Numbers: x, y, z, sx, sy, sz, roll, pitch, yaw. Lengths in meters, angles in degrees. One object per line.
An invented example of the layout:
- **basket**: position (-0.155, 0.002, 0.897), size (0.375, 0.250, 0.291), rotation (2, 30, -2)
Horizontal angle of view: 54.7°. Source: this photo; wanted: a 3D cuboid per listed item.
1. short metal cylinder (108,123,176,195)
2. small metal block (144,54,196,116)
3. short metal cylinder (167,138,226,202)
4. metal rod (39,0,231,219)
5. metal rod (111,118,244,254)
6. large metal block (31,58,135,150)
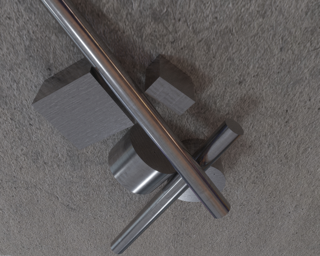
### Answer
- **short metal cylinder**: position (-0.020, 0.039, 0.404), size (0.080, 0.080, 0.050), rotation (30, 124, -23)
- **small metal block**: position (0.011, -0.049, 0.349), size (0.050, 0.050, 0.025), rotation (32, 123, -25)
- **short metal cylinder**: position (0.049, 0.061, 0.444), size (0.081, 0.050, 0.079), rotation (0, 130, 0)
- **metal rod**: position (-0.016, -0.015, 0.334), size (0.025, 0.025, 0.300), rotation (-32, 105, 24)
- **metal rod**: position (0.006, 0.096, 0.423), size (0.025, 0.025, 0.298), rotation (24, 126, -19)
- **large metal block**: position (-0.085, -0.030, 0.364), size (0.080, 0.050, 0.080), rotation (-24, 126, 19)
